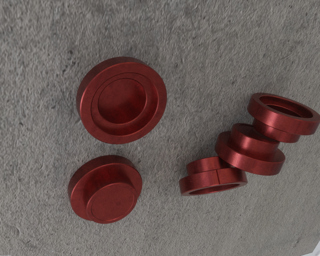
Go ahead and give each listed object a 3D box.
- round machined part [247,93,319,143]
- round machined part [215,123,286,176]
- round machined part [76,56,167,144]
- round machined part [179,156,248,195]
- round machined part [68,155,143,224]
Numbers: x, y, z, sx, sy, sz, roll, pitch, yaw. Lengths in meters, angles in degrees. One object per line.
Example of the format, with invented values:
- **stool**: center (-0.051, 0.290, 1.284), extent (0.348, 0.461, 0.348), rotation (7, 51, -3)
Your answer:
- **round machined part**: center (0.173, -0.013, 0.446), extent (0.099, 0.098, 0.042), rotation (0, 119, -28)
- **round machined part**: center (0.132, 0.025, 0.447), extent (0.099, 0.098, 0.042), rotation (2, 114, -30)
- **round machined part**: center (-0.045, -0.034, 0.350), extent (0.099, 0.042, 0.097), rotation (-14, 124, -21)
- **round machined part**: center (0.076, 0.070, 0.459), extent (0.099, 0.042, 0.098), rotation (-8, 161, -3)
- **round machined part**: center (-0.069, 0.088, 0.413), extent (0.099, 0.042, 0.097), rotation (-14, 124, -21)
